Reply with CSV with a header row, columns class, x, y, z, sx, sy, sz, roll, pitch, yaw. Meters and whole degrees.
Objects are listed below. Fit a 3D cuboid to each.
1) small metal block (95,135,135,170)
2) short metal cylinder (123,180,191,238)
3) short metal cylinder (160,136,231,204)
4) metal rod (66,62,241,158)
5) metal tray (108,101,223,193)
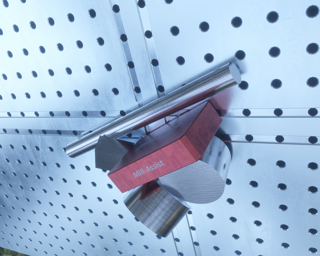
class,x,y,z,sx,sy,sz,roll,pitch,yaw
small metal block,-0.066,0.040,0.449,0.050,0.025,0.050,12,142,-1
short metal cylinder,-0.004,0.104,0.428,0.080,0.080,0.050,40,88,0
short metal cylinder,0.045,0.050,0.391,0.080,0.050,0.079,12,131,14
metal rod,-0.031,-0.011,0.416,0.299,0.025,0.025,-23,106,36
metal tray,0.005,0.024,0.377,0.130,0.090,0.030,-30,102,37
